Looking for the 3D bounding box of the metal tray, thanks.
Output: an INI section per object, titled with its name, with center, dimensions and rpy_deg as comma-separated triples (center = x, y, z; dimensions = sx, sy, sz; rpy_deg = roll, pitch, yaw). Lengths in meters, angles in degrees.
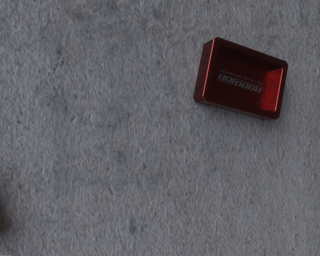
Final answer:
[metal tray]
center = 0.120, -0.068, 0.451
dimensions = 0.131, 0.030, 0.090
rpy_deg = 13, 86, -20
